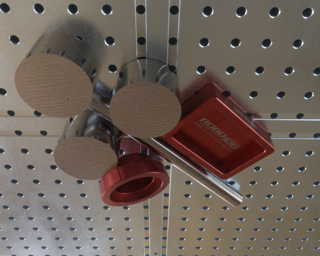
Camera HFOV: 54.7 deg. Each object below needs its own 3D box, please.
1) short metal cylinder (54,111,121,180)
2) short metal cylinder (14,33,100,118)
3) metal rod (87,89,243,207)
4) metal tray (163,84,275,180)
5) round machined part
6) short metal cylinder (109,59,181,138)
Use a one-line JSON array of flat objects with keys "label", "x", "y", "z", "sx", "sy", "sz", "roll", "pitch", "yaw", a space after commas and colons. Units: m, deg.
[{"label": "short metal cylinder", "x": -0.094, "y": 0.024, "z": 0.415, "sx": 0.081, "sy": 0.050, "sz": 0.079, "roll": 0, "pitch": 130, "yaw": 0}, {"label": "short metal cylinder", "x": -0.111, "y": -0.058, "z": 0.345, "sx": 0.081, "sy": 0.050, "sz": 0.079, "roll": 0, "pitch": 130, "yaw": 0}, {"label": "metal rod", "x": 0.019, "y": 0.040, "z": 0.446, "sx": 0.301, "sy": 0.025, "sz": 0.025, "roll": 36, "pitch": 121, "yaw": -27}, {"label": "metal tray", "x": 0.079, "y": 0.011, "z": 0.417, "sx": 0.130, "sy": 0.030, "sz": 0.090, "roll": 36, "pitch": 122, "yaw": -27}, {"label": "round machined part", "x": -0.039, "y": 0.071, "z": 0.447, "sx": 0.099, "sy": 0.042, "sz": 0.098, "roll": -15, "pitch": 147, "yaw": -10}, {"label": "short metal cylinder", "x": -0.016, "y": -0.034, "z": 0.365, "sx": 0.081, "sy": 0.050, "sz": 0.079, "roll": 0, "pitch": 130, "yaw": 0}]
